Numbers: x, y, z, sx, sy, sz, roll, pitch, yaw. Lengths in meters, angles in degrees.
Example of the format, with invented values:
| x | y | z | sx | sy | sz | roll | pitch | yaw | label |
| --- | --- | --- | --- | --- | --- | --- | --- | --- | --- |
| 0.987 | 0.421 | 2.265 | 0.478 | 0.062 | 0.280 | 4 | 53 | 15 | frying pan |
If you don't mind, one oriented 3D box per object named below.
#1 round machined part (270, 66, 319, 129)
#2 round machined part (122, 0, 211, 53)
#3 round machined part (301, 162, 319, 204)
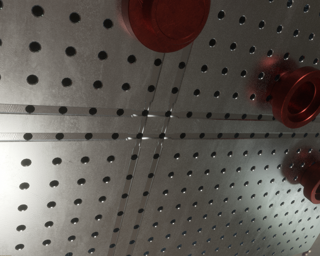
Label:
| x | y | z | sx | sy | sz | roll | pitch | yaw | label |
| --- | --- | --- | --- | --- | --- | --- | --- | --- | --- |
| 0.216 | -0.051 | 0.489 | 0.099 | 0.042 | 0.097 | -14 | 125 | -21 | round machined part |
| 0.013 | -0.128 | 0.330 | 0.099 | 0.042 | 0.097 | -14 | 125 | -21 | round machined part |
| 0.343 | 0.111 | 0.661 | 0.099 | 0.042 | 0.097 | -14 | 125 | -21 | round machined part |
